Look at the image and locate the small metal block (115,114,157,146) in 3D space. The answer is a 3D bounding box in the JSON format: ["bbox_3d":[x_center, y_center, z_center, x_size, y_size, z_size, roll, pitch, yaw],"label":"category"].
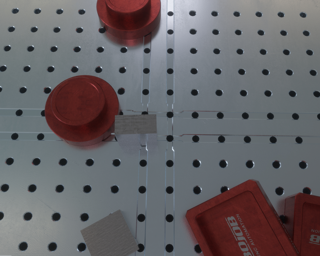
[{"bbox_3d":[-0.029,0.004,0.397,0.050,0.050,0.025,-2,70,-1],"label":"small metal block"}]

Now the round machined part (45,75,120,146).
[{"bbox_3d":[-0.104,-0.028,0.412,0.099,0.042,0.098,0,70,0],"label":"round machined part"}]

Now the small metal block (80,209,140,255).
[{"bbox_3d":[-0.057,0.131,0.363,0.050,0.025,0.050,-27,72,-10],"label":"small metal block"}]

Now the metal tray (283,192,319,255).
[{"bbox_3d":[0.215,0.134,0.361,0.131,0.030,0.090,11,70,4],"label":"metal tray"}]

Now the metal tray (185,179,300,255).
[{"bbox_3d":[0.097,0.133,0.341,0.090,0.030,0.130,-31,71,16],"label":"metal tray"}]

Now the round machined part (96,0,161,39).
[{"bbox_3d":[-0.048,-0.188,0.471,0.099,0.042,0.098,0,70,0],"label":"round machined part"}]
